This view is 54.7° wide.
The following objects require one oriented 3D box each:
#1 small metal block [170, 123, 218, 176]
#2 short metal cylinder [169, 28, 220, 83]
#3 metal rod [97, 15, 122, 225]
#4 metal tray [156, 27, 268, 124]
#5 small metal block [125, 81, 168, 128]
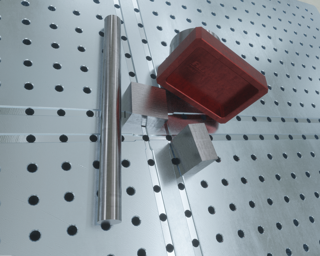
[{"bbox_3d":[0.043,0.028,0.400,0.025,0.050,0.050,-4,64,-31],"label":"small metal block"},{"bbox_3d":[0.053,-0.102,0.466,0.081,0.080,0.050,18,55,-19],"label":"short metal cylinder"},{"bbox_3d":[-0.062,-0.032,0.395,0.025,0.025,0.299,10,57,-23],"label":"metal rod"},{"bbox_3d":[0.072,-0.067,0.431,0.131,0.090,0.030,30,41,-23],"label":"metal tray"},{"bbox_3d":[-0.019,-0.031,0.418,0.050,0.025,0.050,9,58,-24],"label":"small metal block"}]
